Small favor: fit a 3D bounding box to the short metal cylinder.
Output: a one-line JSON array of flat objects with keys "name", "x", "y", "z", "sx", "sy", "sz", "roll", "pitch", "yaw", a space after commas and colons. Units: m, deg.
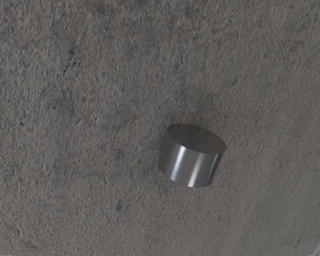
[{"name": "short metal cylinder", "x": 0.042, "y": 0.035, "z": 0.415, "sx": 0.081, "sy": 0.080, "sz": 0.050, "roll": 2, "pitch": 118, "yaw": -29}]
